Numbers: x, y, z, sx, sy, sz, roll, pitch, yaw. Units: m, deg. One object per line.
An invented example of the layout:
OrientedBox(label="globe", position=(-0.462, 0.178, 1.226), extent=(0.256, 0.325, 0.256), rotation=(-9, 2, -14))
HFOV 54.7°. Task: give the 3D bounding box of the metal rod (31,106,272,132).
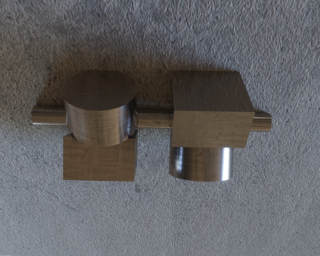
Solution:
OrientedBox(label="metal rod", position=(-0.009, -0.012, 0.401), extent=(0.302, 0.025, 0.025), rotation=(2, 130, -2))

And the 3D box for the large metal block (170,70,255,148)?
OrientedBox(label="large metal block", position=(0.054, -0.023, 0.353), extent=(0.081, 0.080, 0.050), rotation=(1, 130, -1))

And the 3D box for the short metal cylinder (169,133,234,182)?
OrientedBox(label="short metal cylinder", position=(0.052, 0.033, 0.393), extent=(0.081, 0.080, 0.050), rotation=(1, 95, -1))

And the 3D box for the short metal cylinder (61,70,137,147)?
OrientedBox(label="short metal cylinder", position=(-0.066, -0.024, 0.351), extent=(0.081, 0.080, 0.050), rotation=(3, 130, -3))

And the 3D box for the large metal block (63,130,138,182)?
OrientedBox(label="large metal block", position=(-0.070, 0.031, 0.391), extent=(0.081, 0.080, 0.050), rotation=(2, 96, -2))
